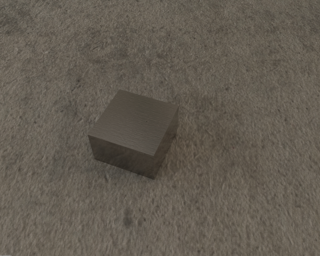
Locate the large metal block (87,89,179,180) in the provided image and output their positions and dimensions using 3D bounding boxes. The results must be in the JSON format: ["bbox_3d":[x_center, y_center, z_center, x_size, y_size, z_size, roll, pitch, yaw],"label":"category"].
[{"bbox_3d":[-0.029,0.006,0.382,0.080,0.050,0.080,17,52,14],"label":"large metal block"}]
